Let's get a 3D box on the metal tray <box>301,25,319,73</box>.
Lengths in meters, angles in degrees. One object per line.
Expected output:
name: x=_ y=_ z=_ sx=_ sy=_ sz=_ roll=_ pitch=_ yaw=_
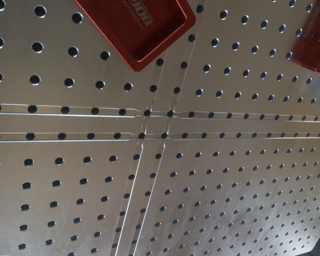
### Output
metal tray: x=0.283 y=-0.144 z=0.474 sx=0.091 sy=0.030 sz=0.129 roll=6 pitch=115 yaw=-31

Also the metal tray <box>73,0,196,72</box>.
metal tray: x=-0.031 y=-0.131 z=0.309 sx=0.090 sy=0.030 sz=0.130 roll=-41 pitch=130 yaw=0
